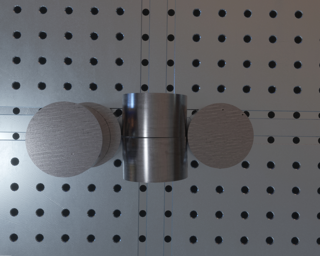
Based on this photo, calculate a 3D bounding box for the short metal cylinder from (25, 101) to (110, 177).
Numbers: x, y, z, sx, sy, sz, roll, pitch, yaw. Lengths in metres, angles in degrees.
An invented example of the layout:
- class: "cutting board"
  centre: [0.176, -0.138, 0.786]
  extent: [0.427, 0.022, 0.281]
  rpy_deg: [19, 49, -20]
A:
- class: "short metal cylinder"
  centre: [-0.100, 0.012, 0.348]
  extent: [0.081, 0.050, 0.079]
  rpy_deg: [0, 90, 0]

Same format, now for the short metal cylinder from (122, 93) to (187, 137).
- class: "short metal cylinder"
  centre: [-0.007, -0.015, 0.386]
  extent: [0.081, 0.080, 0.050]
  rpy_deg: [1, 91, 0]

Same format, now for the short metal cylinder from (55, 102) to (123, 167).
- class: "short metal cylinder"
  centre: [-0.088, 0.008, 0.400]
  extent: [0.081, 0.050, 0.079]
  rpy_deg: [0, 90, -1]

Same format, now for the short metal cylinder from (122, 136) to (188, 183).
- class: "short metal cylinder"
  centre: [-0.006, 0.036, 0.385]
  extent: [0.081, 0.080, 0.050]
  rpy_deg: [-1, 90, 0]

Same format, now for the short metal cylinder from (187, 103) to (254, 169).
- class: "short metal cylinder"
  centre: [0.074, 0.009, 0.401]
  extent: [0.081, 0.050, 0.079]
  rpy_deg: [0, 90, -1]
